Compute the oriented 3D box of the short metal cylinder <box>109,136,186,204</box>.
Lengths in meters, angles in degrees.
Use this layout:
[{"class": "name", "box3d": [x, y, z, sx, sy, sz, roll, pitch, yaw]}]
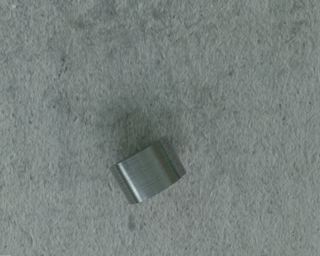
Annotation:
[{"class": "short metal cylinder", "box3d": [-0.015, 0.051, 0.382, 0.080, 0.080, 0.050, -29, 90, 0]}]
